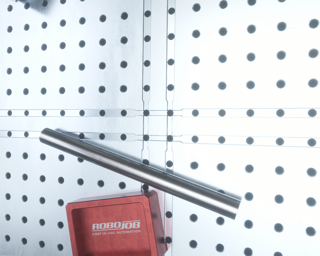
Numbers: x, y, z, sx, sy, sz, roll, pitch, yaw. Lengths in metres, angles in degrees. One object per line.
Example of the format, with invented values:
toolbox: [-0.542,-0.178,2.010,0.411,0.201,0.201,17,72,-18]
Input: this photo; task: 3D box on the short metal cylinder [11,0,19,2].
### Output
short metal cylinder: [-0.244,-0.236,0.470,0.080,0.080,0.050,37,102,16]

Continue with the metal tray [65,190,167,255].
metal tray: [-0.063,0.140,0.432,0.130,0.030,0.089,-11,86,19]

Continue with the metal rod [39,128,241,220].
metal rod: [-0.040,0.056,0.426,0.301,0.025,0.025,18,96,19]
